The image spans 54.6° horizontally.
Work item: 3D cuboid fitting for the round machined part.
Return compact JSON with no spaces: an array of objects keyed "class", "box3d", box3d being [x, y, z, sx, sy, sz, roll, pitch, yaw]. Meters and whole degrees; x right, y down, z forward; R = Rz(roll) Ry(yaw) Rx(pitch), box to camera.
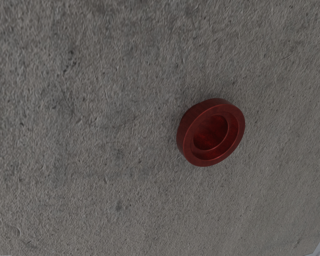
[{"class":"round machined part","box3d":[0.066,0.003,0.432,0.099,0.042,0.097,-14,124,-21]}]
